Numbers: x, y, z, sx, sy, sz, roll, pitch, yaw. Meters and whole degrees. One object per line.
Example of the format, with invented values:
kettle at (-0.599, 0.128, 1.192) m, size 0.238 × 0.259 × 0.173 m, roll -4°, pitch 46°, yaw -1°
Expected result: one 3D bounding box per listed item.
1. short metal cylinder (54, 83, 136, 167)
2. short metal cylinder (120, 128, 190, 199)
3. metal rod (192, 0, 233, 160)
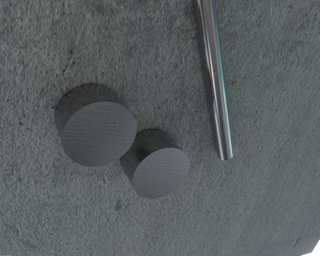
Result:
short metal cylinder at (-0.073, -0.004, 0.349) m, size 0.081 × 0.050 × 0.079 m, roll -14°, pitch 124°, yaw -21°
short metal cylinder at (-0.008, 0.047, 0.416) m, size 0.081 × 0.050 × 0.079 m, roll -14°, pitch 124°, yaw -21°
metal rod at (0.069, -0.073, 0.399) m, size 0.025 × 0.025 × 0.298 m, roll -26°, pitch 128°, yaw -12°
